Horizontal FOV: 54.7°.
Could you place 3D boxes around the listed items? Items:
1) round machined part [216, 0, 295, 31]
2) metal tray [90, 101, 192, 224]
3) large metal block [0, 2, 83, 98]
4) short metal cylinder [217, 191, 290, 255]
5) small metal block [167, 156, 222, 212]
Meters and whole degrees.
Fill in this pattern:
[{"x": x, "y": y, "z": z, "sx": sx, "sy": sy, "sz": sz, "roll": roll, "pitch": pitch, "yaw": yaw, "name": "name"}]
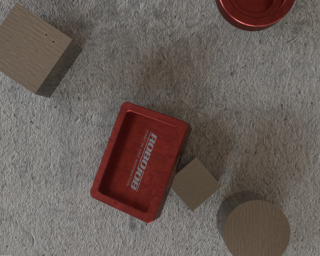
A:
[{"x": 0.120, "y": -0.174, "z": 0.402, "sx": 0.099, "sy": 0.042, "sz": 0.097, "roll": 0, "pitch": 90, "yaw": 0, "name": "round machined part"}, {"x": -0.024, "y": 0.041, "z": 0.394, "sx": 0.090, "sy": 0.030, "sz": 0.129, "roll": 20, "pitch": 90, "yaw": 17, "name": "metal tray"}, {"x": -0.161, "y": -0.096, "z": 0.396, "sx": 0.080, "sy": 0.050, "sz": 0.080, "roll": 34, "pitch": 90, "yaw": 0, "name": "large metal block"}, {"x": 0.117, "y": 0.126, "z": 0.399, "sx": 0.081, "sy": 0.050, "sz": 0.080, "roll": 0, "pitch": 90, "yaw": 0, "name": "short metal cylinder"}, {"x": 0.044, "y": 0.072, "z": 0.410, "sx": 0.050, "sy": 0.025, "sz": 0.050, "roll": -41, "pitch": 90, "yaw": 0, "name": "small metal block"}]
